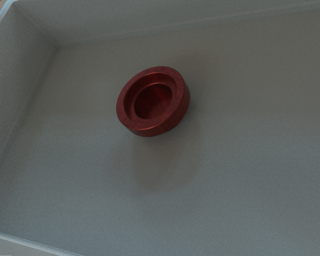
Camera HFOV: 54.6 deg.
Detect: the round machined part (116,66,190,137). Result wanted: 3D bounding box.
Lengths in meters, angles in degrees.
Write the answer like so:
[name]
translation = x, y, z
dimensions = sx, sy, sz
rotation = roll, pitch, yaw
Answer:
[round machined part]
translation = -0.006, -0.031, 0.414
dimensions = 0.098, 0.042, 0.098
rotation = -13, 56, 21
